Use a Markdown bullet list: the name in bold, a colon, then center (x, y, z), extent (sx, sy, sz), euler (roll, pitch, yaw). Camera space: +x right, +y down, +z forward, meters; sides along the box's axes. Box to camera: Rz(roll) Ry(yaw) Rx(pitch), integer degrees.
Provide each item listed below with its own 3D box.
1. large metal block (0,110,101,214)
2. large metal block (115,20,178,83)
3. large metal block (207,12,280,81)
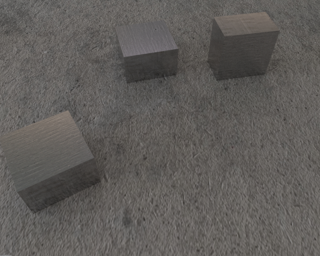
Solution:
- **large metal block**: center (-0.125, 0.036, 0.355), extent (0.081, 0.050, 0.080), euler (-24, 54, -19)
- **large metal block**: center (-0.022, -0.122, 0.489), extent (0.081, 0.050, 0.080), euler (-11, 51, -9)
- **large metal block**: center (0.123, -0.123, 0.472), extent (0.081, 0.080, 0.050), euler (-8, 51, -7)
